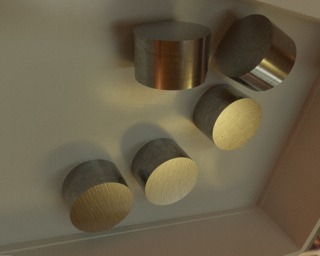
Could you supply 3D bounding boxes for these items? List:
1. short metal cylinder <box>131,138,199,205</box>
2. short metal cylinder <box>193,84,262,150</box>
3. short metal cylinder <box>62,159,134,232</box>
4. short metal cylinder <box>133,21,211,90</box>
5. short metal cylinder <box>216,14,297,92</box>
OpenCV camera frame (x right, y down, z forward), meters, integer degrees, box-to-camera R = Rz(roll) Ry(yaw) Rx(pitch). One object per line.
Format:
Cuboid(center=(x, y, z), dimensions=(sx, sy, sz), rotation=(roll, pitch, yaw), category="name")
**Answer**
Cuboid(center=(0.007, 0.061, 0.436), dimensions=(0.081, 0.050, 0.079), rotation=(-14, 125, -21), category="short metal cylinder")
Cuboid(center=(0.095, -0.016, 0.437), dimensions=(0.081, 0.050, 0.079), rotation=(-14, 125, -21), category="short metal cylinder")
Cuboid(center=(-0.081, 0.088, 0.404), dimensions=(0.081, 0.050, 0.079), rotation=(-14, 125, -21), category="short metal cylinder")
Cuboid(center=(0.012, -0.080, 0.332), dimensions=(0.081, 0.080, 0.050), rotation=(-14, 124, -21), category="short metal cylinder")
Cuboid(center=(0.117, -0.091, 0.383), dimensions=(0.050, 0.080, 0.080), rotation=(20, 108, -36), category="short metal cylinder")
